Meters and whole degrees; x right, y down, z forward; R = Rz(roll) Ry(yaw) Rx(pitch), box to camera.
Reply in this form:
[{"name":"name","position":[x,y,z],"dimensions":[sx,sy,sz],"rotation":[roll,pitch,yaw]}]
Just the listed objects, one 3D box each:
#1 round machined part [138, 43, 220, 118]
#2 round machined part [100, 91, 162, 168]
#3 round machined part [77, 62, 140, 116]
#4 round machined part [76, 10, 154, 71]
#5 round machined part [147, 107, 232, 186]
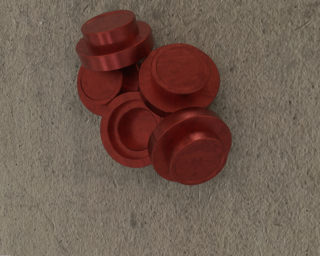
[{"name":"round machined part","position":[0.023,-0.061,0.369],"dimensions":[0.099,0.042,0.098],"rotation":[1,68,-3]},{"name":"round machined part","position":[-0.025,0.002,0.409],"dimensions":[0.098,0.042,0.097],"rotation":[0,90,19]},{"name":"round machined part","position":[-0.073,-0.064,0.427],"dimensions":[0.098,0.042,0.097],"rotation":[0,90,19]},{"name":"round machined part","position":[-0.059,-0.115,0.390],"dimensions":[0.098,0.098,0.042],"rotation":[1,132,19]},{"name":"round machined part","position":[0.038,0.028,0.358],"dimensions":[0.098,0.098,0.042],"rotation":[-45,36,14]}]
